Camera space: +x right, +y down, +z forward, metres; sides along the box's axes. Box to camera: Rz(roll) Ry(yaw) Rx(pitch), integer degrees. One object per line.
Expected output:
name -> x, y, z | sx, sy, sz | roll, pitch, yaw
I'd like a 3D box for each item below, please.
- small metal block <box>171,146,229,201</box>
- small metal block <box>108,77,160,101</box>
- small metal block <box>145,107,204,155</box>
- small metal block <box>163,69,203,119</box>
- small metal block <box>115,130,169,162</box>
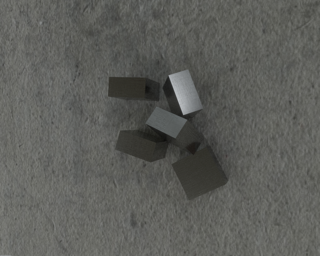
small metal block -> 0.050, 0.056, 0.391 | 0.050, 0.025, 0.050 | -29, 81, 17
small metal block -> -0.033, -0.051, 0.406 | 0.050, 0.050, 0.025 | 4, 92, 19
small metal block -> 0.018, 0.004, 0.378 | 0.050, 0.050, 0.025 | 26, 79, 39
small metal block -> 0.027, -0.038, 0.383 | 0.025, 0.050, 0.050 | -19, 83, -10
small metal block -> -0.022, 0.022, 0.402 | 0.050, 0.050, 0.025 | 18, 97, 19
